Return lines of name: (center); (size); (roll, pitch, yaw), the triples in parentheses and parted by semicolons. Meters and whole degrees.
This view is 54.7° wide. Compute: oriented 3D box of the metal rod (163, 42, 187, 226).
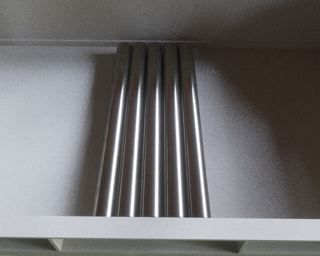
metal rod: (0.016, -0.018, 0.418); (0.025, 0.025, 0.300); (0, 50, 0)

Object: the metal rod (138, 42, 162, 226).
metal rod: (-0.009, -0.018, 0.418); (0.025, 0.025, 0.300); (0, 50, 0)

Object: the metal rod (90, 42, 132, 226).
metal rod: (-0.059, -0.018, 0.418); (0.025, 0.025, 0.300); (0, 50, 0)

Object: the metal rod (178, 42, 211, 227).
metal rod: (0.041, -0.017, 0.418); (0.025, 0.025, 0.300); (0, 50, 0)

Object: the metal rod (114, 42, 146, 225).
metal rod: (-0.035, -0.018, 0.418); (0.025, 0.025, 0.300); (0, 50, 0)
